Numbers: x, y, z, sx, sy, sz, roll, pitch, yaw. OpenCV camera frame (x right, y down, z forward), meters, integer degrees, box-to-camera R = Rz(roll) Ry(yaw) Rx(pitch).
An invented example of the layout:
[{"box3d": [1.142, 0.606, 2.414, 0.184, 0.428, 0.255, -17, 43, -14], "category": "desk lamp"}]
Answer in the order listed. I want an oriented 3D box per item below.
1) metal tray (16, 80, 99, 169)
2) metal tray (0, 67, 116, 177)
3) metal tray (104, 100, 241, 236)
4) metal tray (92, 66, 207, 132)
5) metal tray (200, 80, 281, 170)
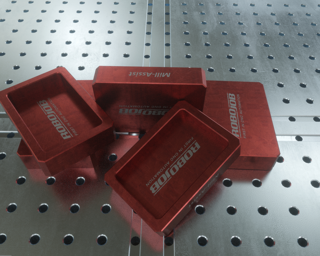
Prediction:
[{"box3d": [-0.123, -0.009, 0.411, 0.091, 0.030, 0.130, -1, 51, -1], "category": "metal tray"}, {"box3d": [-0.125, -0.014, 0.373, 0.091, 0.030, 0.130, -31, 57, -24], "category": "metal tray"}, {"box3d": [0.015, 0.041, 0.346, 0.090, 0.030, 0.130, 39, 77, 27], "category": "metal tray"}, {"box3d": [-0.012, -0.033, 0.392, 0.131, 0.089, 0.030, 1, 50, 0], "category": "metal tray"}, {"box3d": [0.098, -0.008, 0.411, 0.091, 0.030, 0.130, 2, 50, 1], "category": "metal tray"}]
